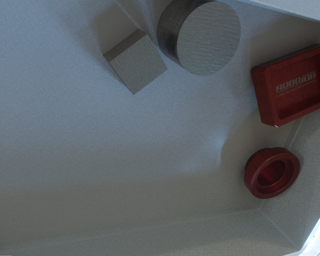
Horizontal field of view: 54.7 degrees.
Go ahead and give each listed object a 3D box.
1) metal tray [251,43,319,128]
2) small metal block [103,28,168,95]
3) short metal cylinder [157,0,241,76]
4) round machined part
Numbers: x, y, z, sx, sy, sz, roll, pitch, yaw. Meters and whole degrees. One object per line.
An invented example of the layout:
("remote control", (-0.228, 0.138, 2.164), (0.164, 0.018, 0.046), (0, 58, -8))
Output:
("metal tray", (0.205, -0.065, 0.461), (0.131, 0.030, 0.089), (-22, 107, -16))
("small metal block", (-0.027, -0.074, 0.349), (0.050, 0.025, 0.050), (-38, 130, -3))
("short metal cylinder", (0.043, -0.106, 0.352), (0.081, 0.050, 0.079), (-14, 125, -21))
("round machined part", (0.191, 0.074, 0.546), (0.099, 0.042, 0.097), (-9, 122, -15))
